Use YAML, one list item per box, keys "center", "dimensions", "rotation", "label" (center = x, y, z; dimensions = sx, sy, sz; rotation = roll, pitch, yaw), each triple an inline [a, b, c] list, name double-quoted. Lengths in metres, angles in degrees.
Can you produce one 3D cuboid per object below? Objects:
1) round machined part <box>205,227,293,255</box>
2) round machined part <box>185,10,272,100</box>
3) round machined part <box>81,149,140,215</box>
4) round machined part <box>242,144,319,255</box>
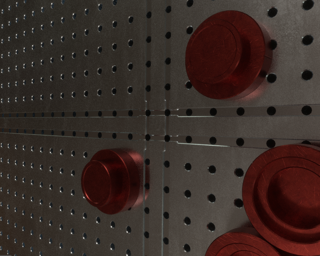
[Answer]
- center: [0.097, 0.151, 0.317]
  dimensions: [0.098, 0.042, 0.097]
  rotation: [0, 90, 39]
  label: "round machined part"
- center: [0.068, -0.080, 0.341]
  dimensions: [0.098, 0.042, 0.097]
  rotation: [0, 90, 39]
  label: "round machined part"
- center: [-0.080, 0.080, 0.462]
  dimensions: [0.098, 0.042, 0.097]
  rotation: [0, 90, 39]
  label: "round machined part"
- center: [0.131, 0.063, 0.289]
  dimensions: [0.098, 0.042, 0.097]
  rotation: [0, 90, 39]
  label: "round machined part"
